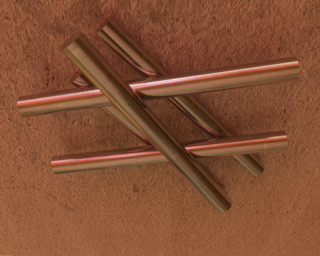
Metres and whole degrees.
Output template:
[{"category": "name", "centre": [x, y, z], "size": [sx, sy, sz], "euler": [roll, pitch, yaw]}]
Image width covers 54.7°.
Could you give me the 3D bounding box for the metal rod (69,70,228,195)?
[{"category": "metal rod", "centre": [0.002, 0.026, 0.430], "size": [0.025, 0.025, 0.300], "euler": [-33, 123, 25]}]

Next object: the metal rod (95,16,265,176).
[{"category": "metal rod", "centre": [0.043, -0.022, 0.390], "size": [0.025, 0.025, 0.301], "euler": [-35, 122, 26]}]

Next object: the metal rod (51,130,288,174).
[{"category": "metal rod", "centre": [0.009, 0.033, 0.404], "size": [0.302, 0.025, 0.025], "euler": [-7, 130, 5]}]

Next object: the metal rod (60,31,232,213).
[{"category": "metal rod", "centre": [0.005, 0.015, 0.357], "size": [0.025, 0.025, 0.300], "euler": [-28, 126, 21]}]

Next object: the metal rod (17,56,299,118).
[{"category": "metal rod", "centre": [-0.007, -0.043, 0.339], "size": [0.302, 0.025, 0.025], "euler": [-7, 130, 5]}]
